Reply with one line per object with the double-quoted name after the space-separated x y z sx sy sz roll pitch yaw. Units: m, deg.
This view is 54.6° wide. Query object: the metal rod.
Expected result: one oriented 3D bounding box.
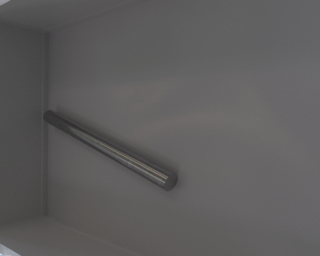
-0.096 0.024 0.487 0.300 0.025 0.025 23 104 37 "metal rod"
